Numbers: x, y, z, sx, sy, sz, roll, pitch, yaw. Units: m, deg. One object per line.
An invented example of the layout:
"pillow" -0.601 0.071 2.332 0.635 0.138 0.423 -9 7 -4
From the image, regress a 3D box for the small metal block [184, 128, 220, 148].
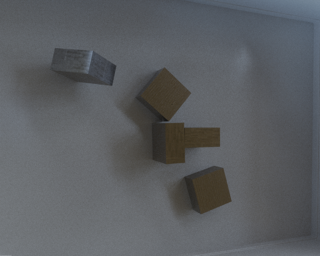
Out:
"small metal block" 0.046 0.012 0.415 0.050 0.050 0.025 0 91 -20

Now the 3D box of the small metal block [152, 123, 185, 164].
"small metal block" 0.010 0.018 0.402 0.025 0.050 0.050 -2 91 -20

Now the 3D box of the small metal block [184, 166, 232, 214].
"small metal block" 0.068 0.086 0.437 0.050 0.025 0.050 -17 96 -20

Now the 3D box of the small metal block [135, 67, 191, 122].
"small metal block" 0.004 -0.044 0.413 0.050 0.025 0.050 42 77 -16

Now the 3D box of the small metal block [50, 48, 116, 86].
"small metal block" -0.086 -0.069 0.355 0.050 0.050 0.025 9 86 22
